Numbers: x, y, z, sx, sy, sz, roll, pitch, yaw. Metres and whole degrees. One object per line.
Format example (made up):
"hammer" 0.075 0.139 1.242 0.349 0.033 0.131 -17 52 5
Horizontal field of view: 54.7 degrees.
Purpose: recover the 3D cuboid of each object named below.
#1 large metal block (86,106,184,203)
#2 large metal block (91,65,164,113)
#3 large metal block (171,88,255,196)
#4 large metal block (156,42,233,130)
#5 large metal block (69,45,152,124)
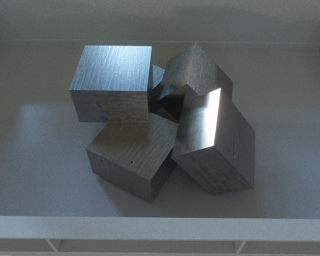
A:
"large metal block" -0.025 0.026 0.361 0.080 0.050 0.080 24 54 18
"large metal block" -0.042 -0.052 0.431 0.080 0.050 0.080 29 56 22
"large metal block" 0.063 0.017 0.345 0.050 0.080 0.080 -21 39 36
"large metal block" 0.048 -0.048 0.400 0.080 0.050 0.080 39 45 -27
"large metal block" -0.051 -0.052 0.363 0.080 0.050 0.080 1 49 2
